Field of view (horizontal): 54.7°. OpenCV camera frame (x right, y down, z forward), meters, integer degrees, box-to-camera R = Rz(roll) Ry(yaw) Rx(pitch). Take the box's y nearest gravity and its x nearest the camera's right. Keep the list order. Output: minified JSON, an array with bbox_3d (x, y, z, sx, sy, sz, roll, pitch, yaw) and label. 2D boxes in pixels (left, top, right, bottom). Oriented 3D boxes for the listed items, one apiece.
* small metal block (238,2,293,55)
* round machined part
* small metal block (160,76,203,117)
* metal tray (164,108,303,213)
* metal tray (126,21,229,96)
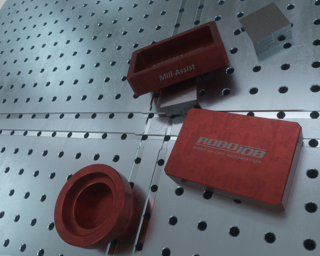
[{"bbox_3d":[0.141,-0.134,0.416,0.050,0.025,0.050,-25,53,12],"label":"small metal block"},{"bbox_3d":[-0.076,0.097,0.378,0.098,0.042,0.098,-13,56,21],"label":"round machined part"},{"bbox_3d":[0.030,-0.047,0.422,0.050,0.025,0.050,-11,57,22],"label":"small metal block"},{"bbox_3d":[0.080,0.030,0.345,0.130,0.030,0.090,11,67,32],"label":"metal tray"},{"bbox_3d":[0.023,-0.098,0.430,0.130,0.030,0.090,-18,34,14],"label":"metal tray"}]
